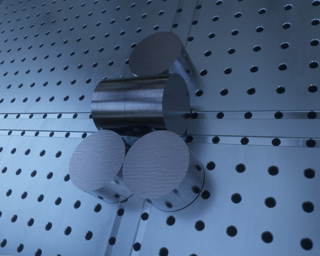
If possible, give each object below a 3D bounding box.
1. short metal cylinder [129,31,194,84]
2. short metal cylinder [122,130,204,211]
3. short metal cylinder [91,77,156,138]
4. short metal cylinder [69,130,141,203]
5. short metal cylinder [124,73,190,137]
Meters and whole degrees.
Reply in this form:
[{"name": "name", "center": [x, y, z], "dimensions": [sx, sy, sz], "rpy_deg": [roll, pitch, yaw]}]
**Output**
[{"name": "short metal cylinder", "center": [0.003, -0.091, 0.445], "dimensions": [0.080, 0.050, 0.080], "rpy_deg": [-13, 56, 20]}, {"name": "short metal cylinder", "center": [0.004, 0.049, 0.356], "dimensions": [0.080, 0.050, 0.080], "rpy_deg": [-13, 56, 20]}, {"name": "short metal cylinder", "center": [-0.045, -0.027, 0.412], "dimensions": [0.050, 0.080, 0.080], "rpy_deg": [0, 62, 28]}, {"name": "short metal cylinder", "center": [-0.067, 0.049, 0.394], "dimensions": [0.080, 0.050, 0.080], "rpy_deg": [-13, 56, 20]}, {"name": "short metal cylinder", "center": [-0.001, -0.027, 0.389], "dimensions": [0.050, 0.080, 0.080], "rpy_deg": [0, 62, 28]}]
